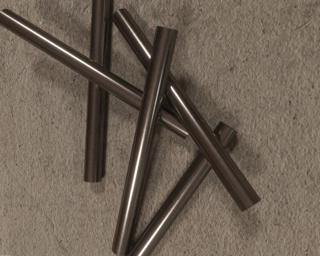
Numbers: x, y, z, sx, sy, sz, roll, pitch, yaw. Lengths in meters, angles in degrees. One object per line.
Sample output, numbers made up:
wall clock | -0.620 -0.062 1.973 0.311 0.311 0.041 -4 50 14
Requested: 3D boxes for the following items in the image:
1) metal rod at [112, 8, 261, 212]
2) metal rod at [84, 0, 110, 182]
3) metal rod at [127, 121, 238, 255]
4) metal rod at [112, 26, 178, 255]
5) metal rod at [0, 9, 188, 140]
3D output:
metal rod | 0.022 -0.035 0.381 0.025 0.025 0.299 -38 71 16
metal rod | -0.088 -0.074 0.438 0.025 0.025 0.298 3 91 19
metal rod | 0.004 0.121 0.406 0.025 0.025 0.299 36 101 16
metal rod | -0.023 0.028 0.389 0.025 0.025 0.298 18 106 19
metal rod | -0.088 -0.074 0.412 0.301 0.025 0.025 32 100 6
